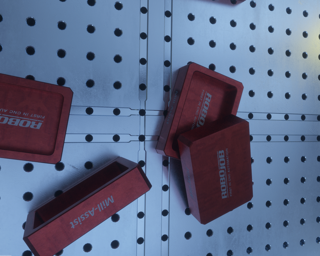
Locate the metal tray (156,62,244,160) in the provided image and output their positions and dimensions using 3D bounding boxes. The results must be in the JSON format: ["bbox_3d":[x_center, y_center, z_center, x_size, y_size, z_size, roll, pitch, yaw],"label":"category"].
[{"bbox_3d":[0.057,-0.014,0.432,0.091,0.030,0.129,19,84,-20],"label":"metal tray"}]

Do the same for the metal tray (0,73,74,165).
[{"bbox_3d":[-0.172,-0.013,0.346,0.131,0.030,0.089,10,87,-20],"label":"metal tray"}]

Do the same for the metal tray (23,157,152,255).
[{"bbox_3d":[-0.082,0.083,0.348,0.131,0.090,0.030,-32,101,-18],"label":"metal tray"}]

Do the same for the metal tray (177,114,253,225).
[{"bbox_3d":[0.078,0.056,0.417,0.091,0.030,0.129,-21,117,-20],"label":"metal tray"}]
